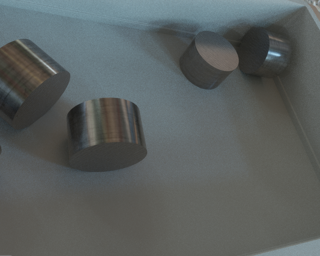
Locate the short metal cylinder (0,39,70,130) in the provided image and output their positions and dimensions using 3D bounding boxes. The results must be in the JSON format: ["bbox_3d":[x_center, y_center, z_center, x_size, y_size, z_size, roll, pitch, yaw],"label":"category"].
[{"bbox_3d":[-0.141,-0.045,0.322,0.050,0.080,0.080,41,51,-1],"label":"short metal cylinder"}]

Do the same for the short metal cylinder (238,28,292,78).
[{"bbox_3d":[0.185,-0.133,0.554,0.050,0.080,0.080,7,59,-25],"label":"short metal cylinder"}]

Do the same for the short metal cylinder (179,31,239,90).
[{"bbox_3d":[0.079,-0.109,0.501,0.081,0.050,0.080,14,56,-21],"label":"short metal cylinder"}]

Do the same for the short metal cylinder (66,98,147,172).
[{"bbox_3d":[-0.058,0.010,0.334,0.081,0.080,0.050,2,61,-28],"label":"short metal cylinder"}]
